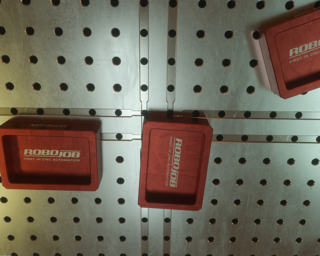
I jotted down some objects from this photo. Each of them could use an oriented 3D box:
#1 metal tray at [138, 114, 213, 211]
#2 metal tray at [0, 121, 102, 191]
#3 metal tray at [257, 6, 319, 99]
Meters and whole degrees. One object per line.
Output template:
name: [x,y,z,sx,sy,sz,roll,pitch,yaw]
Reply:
metal tray: [0.019,0.050,0.428,0.090,0.030,0.129,4,110,-2]
metal tray: [-0.148,0.039,0.423,0.131,0.030,0.089,2,110,-1]
metal tray: [0.195,-0.099,0.375,0.130,0.030,0.090,-19,109,7]
